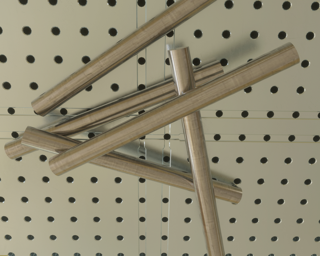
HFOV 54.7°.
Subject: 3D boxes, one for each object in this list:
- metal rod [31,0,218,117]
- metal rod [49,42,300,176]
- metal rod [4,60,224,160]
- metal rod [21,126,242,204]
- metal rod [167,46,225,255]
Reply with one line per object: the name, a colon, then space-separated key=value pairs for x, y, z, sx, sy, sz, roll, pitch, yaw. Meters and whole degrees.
metal rod: x=-0.031 y=-0.102 z=0.375 sx=0.300 sy=0.025 sz=0.025 roll=-31 pitch=107 yaw=10
metal rod: x=0.007 y=-0.016 z=0.352 sx=0.301 sy=0.025 sz=0.025 roll=-25 pitch=109 yaw=9
metal rod: x=-0.063 y=-0.021 z=0.404 sx=0.301 sy=0.025 sz=0.025 roll=-20 pitch=109 yaw=7
metal rod: x=-0.027 y=0.054 z=0.417 sx=0.302 sy=0.025 sz=0.025 roll=18 pitch=109 yaw=-13
metal rod: x=0.051 y=0.048 z=0.400 sx=0.025 sy=0.025 sz=0.298 roll=-11 pitch=108 yaw=4
